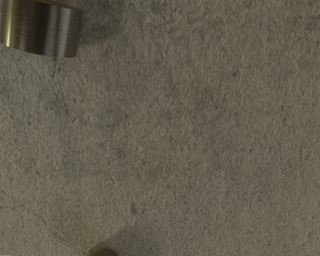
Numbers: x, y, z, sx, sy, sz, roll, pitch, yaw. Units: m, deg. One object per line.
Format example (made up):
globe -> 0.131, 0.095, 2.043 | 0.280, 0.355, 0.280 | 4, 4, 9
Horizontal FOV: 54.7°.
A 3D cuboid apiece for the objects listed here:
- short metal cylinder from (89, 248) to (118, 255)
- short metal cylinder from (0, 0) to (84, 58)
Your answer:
short metal cylinder -> -0.090, 0.230, 0.464 | 0.050, 0.080, 0.080 | -34, 107, 11
short metal cylinder -> -0.128, -0.112, 0.337 | 0.081, 0.080, 0.050 | 13, 110, -5
